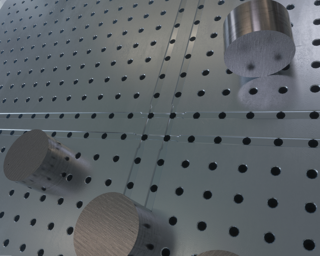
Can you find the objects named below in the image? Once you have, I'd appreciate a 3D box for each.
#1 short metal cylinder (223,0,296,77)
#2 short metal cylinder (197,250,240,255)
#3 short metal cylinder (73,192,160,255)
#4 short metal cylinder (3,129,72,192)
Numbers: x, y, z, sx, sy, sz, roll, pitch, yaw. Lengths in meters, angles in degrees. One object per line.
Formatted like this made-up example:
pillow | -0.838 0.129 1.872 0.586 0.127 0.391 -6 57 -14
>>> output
short metal cylinder | 0.118 -0.106 0.376 0.080 0.080 0.050 -9 58 23
short metal cylinder | 0.058 0.152 0.268 0.080 0.050 0.080 -13 56 21
short metal cylinder | -0.047 0.118 0.345 0.080 0.050 0.080 -13 56 21
short metal cylinder | -0.179 0.049 0.457 0.080 0.050 0.080 -13 56 21
